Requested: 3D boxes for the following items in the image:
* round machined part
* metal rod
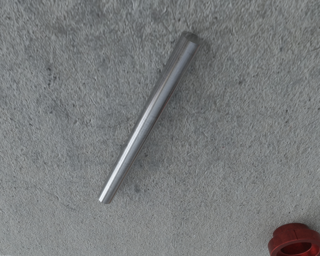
[{"bbox_3d":[0.252,0.215,0.582,0.099,0.042,0.097,0,130,0],"label":"round machined part"},{"bbox_3d":[-0.027,0.009,0.414,0.025,0.025,0.298,19,128,-16],"label":"metal rod"}]
